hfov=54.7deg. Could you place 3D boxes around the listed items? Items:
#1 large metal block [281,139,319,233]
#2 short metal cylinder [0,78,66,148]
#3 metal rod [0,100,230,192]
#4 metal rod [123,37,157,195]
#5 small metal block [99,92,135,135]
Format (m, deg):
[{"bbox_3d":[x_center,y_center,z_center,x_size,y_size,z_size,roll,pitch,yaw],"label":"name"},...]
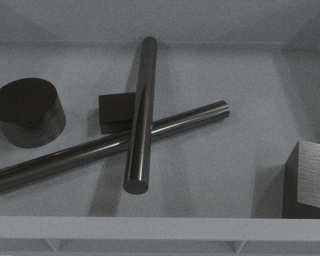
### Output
[{"bbox_3d":[0.183,0.067,0.335,0.080,0.050,0.080,14,51,11],"label":"large metal block"},{"bbox_3d":[-0.169,-0.020,0.404,0.081,0.050,0.080,0,50,0],"label":"short metal cylinder"},{"bbox_3d":[-0.050,0.018,0.389,0.302,0.025,0.025,-18,53,-15],"label":"metal rod"},{"bbox_3d":[-0.020,-0.043,0.415,0.025,0.025,0.300,1,42,1],"label":"metal rod"},{"bbox_3d":[-0.056,-0.021,0.422,0.050,0.025,0.050,-6,50,-6],"label":"small metal block"}]
